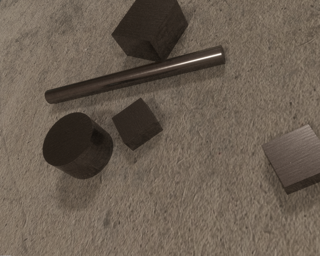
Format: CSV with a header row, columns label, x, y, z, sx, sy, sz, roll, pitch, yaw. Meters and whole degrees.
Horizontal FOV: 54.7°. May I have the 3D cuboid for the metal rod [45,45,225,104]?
label,x,y,z,sx,sy,sz,roll,pitch,yaw
metal rod,-0.052,-0.077,0.476,0.301,0.025,0.025,-10,58,22

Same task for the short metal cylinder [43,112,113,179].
label,x,y,z,sx,sy,sz,roll,pitch,yaw
short metal cylinder,-0.113,0.025,0.430,0.080,0.050,0.080,-13,56,20

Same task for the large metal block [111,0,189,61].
label,x,y,z,sx,sy,sz,roll,pitch,yaw
large metal block,-0.015,-0.156,0.490,0.080,0.050,0.080,20,72,35

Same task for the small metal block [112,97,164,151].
label,x,y,z,sx,sy,sz,roll,pitch,yaw
small metal block,-0.031,-0.006,0.422,0.050,0.025,0.050,-35,51,4

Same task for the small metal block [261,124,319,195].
label,x,y,z,sx,sy,sz,roll,pitch,yaw
small metal block,0.139,0.032,0.311,0.050,0.025,0.050,-26,53,11
